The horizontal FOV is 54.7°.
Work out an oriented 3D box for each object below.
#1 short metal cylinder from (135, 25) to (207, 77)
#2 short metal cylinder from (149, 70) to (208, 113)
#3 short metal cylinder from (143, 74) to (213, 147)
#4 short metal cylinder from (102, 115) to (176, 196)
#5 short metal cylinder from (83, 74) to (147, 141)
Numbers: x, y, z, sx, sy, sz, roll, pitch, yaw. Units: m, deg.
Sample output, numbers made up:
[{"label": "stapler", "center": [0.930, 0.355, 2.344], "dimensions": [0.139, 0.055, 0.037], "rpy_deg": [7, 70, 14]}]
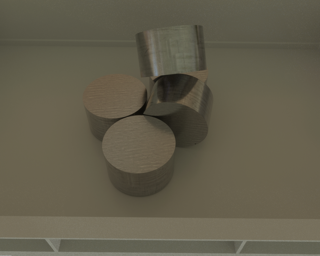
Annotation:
[{"label": "short metal cylinder", "center": [0.014, -0.091, 0.372], "dimensions": [0.080, 0.050, 0.080], "rpy_deg": [-7, 10, 1]}, {"label": "short metal cylinder", "center": [0.025, -0.062, 0.439], "dimensions": [0.081, 0.050, 0.080], "rpy_deg": [0, 50, 0]}, {"label": "short metal cylinder", "center": [0.023, -0.021, 0.386], "dimensions": [0.080, 0.080, 0.050], "rpy_deg": [10, 51, 8]}, {"label": "short metal cylinder", "center": [-0.023, 0.031, 0.359], "dimensions": [0.081, 0.050, 0.080], "rpy_deg": [0, 50, 0]}, {"label": "short metal cylinder", "center": [-0.056, -0.026, 0.407], "dimensions": [0.081, 0.050, 0.080], "rpy_deg": [0, 50, 0]}]
